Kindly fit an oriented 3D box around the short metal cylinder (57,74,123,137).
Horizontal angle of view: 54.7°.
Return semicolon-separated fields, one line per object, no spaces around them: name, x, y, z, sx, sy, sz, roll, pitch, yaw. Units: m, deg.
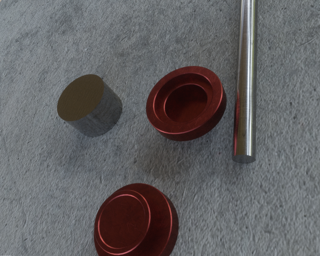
short metal cylinder;-0.103;-0.033;0.460;0.080;0.050;0.080;-13;56;20

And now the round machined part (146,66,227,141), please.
round machined part;0.036;-0.027;0.390;0.098;0.042;0.098;-13;56;20

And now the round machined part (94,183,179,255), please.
round machined part;-0.033;0.107;0.343;0.098;0.042;0.098;-13;56;20

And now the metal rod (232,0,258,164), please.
metal rod;0.113;-0.097;0.403;0.025;0.025;0.299;-4;60;26
